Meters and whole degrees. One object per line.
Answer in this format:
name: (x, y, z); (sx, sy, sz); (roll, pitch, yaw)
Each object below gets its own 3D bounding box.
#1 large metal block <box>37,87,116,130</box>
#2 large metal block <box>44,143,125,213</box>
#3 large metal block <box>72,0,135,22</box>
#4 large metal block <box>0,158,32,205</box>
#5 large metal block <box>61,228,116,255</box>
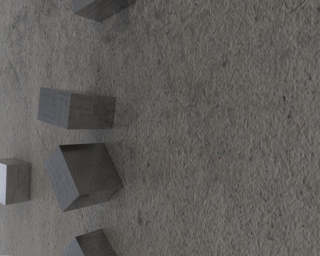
large metal block: (-0.127, -0.030, 0.474); (0.080, 0.081, 0.050); (14, 99, 39)
large metal block: (-0.113, 0.071, 0.463); (0.050, 0.081, 0.080); (-44, 64, 31)
large metal block: (-0.087, -0.216, 0.461); (0.080, 0.050, 0.080); (-10, 83, 39)
large metal block: (-0.315, 0.109, 0.650); (0.080, 0.050, 0.079); (5, 94, 40)
large metal block: (-0.109, 0.218, 0.479); (0.080, 0.050, 0.080); (52, 120, 27)
